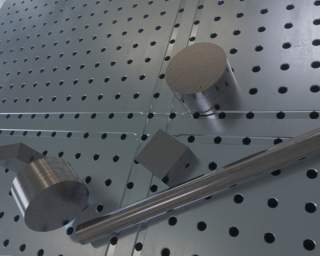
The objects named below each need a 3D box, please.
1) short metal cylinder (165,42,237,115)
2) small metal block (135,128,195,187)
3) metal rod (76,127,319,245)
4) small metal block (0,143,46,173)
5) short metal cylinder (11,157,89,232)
[{"bbox_3d":[0.054,-0.064,0.403,0.080,0.050,0.080,-13,56,21],"label":"short metal cylinder"},{"bbox_3d":[0.006,0.036,0.383,0.050,0.025,0.050,33,80,38],"label":"small metal block"},{"bbox_3d":[0.038,0.069,0.345,0.301,0.025,0.025,-25,53,13],"label":"metal rod"},{"bbox_3d":[-0.216,0.047,0.477,0.050,0.050,0.025,-9,58,23],"label":"small metal block"},{"bbox_3d":[-0.139,0.084,0.394,0.080,0.080,0.050,-46,51,-4],"label":"short metal cylinder"}]
